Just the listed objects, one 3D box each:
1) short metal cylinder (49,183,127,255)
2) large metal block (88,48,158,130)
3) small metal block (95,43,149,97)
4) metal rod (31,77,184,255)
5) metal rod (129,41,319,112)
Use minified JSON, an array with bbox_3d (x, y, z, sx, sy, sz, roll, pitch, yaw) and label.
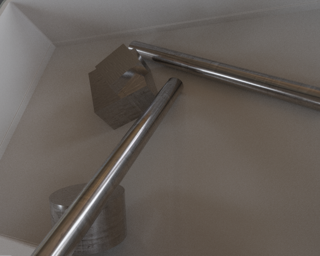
[{"bbox_3d":[-0.078,0.096,0.342,0.080,0.080,0.050,1,98,28],"label":"short metal cylinder"},{"bbox_3d":[-0.052,-0.056,0.450,0.080,0.050,0.080,-26,53,11],"label":"large metal block"},{"bbox_3d":[-0.052,-0.078,0.415,0.050,0.025,0.050,-39,51,1],"label":"small metal block"},{"bbox_3d":[-0.036,0.026,0.323,0.025,0.025,0.301,0,35,28],"label":"metal rod"},{"bbox_3d":[0.068,-0.079,0.417,0.300,0.025,0.025,25,75,36],"label":"metal rod"}]
